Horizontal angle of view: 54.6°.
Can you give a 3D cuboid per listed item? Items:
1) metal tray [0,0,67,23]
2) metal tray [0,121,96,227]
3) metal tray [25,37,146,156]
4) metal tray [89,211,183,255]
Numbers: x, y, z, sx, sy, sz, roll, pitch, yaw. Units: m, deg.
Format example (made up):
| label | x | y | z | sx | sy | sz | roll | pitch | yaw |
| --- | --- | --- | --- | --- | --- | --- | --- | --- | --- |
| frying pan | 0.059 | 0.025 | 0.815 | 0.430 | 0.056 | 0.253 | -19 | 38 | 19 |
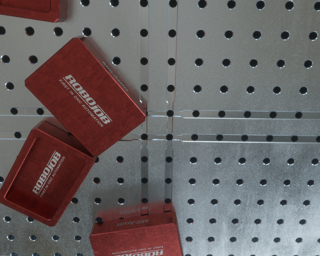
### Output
| label | x | y | z | sx | sy | sz | roll | pitch | yaw |
| --- | --- | --- | --- | --- | --- | --- | --- | --- | --- |
| metal tray | -0.150 | -0.189 | 0.339 | 0.091 | 0.030 | 0.129 | 8 | 110 | -3 |
| metal tray | -0.157 | 0.067 | 0.433 | 0.090 | 0.030 | 0.129 | 30 | 107 | -11 |
| metal tray | -0.091 | -0.038 | 0.396 | 0.090 | 0.030 | 0.130 | -37 | 106 | 12 |
| metal tray | -0.033 | 0.183 | 0.478 | 0.131 | 0.030 | 0.089 | -9 | 110 | 3 |
